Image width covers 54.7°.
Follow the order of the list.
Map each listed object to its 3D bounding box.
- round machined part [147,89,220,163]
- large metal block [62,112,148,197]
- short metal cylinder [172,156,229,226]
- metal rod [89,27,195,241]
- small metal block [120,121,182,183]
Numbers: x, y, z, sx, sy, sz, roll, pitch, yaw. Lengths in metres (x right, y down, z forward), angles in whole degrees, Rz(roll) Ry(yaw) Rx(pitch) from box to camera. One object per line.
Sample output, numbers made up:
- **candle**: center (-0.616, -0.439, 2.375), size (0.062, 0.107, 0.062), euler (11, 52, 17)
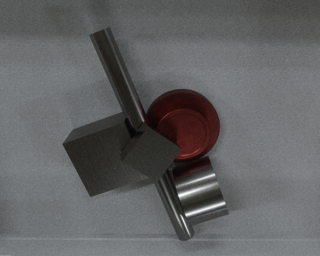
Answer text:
- **round machined part**: center (0.029, 0.002, 0.401), size (0.099, 0.042, 0.097), euler (0, 110, -1)
- **large metal block**: center (-0.066, 0.032, 0.405), size (0.080, 0.050, 0.080), euler (-19, 109, 6)
- **short metal cylinder**: center (0.054, 0.083, 0.412), size (0.050, 0.080, 0.080), euler (-20, 109, 7)
- **metal rod**: center (-0.015, 0.022, 0.395), size (0.025, 0.025, 0.299), euler (-20, 109, 7)
- **small metal block**: center (-0.011, 0.028, 0.368), size (0.050, 0.025, 0.050), euler (34, 95, -19)
